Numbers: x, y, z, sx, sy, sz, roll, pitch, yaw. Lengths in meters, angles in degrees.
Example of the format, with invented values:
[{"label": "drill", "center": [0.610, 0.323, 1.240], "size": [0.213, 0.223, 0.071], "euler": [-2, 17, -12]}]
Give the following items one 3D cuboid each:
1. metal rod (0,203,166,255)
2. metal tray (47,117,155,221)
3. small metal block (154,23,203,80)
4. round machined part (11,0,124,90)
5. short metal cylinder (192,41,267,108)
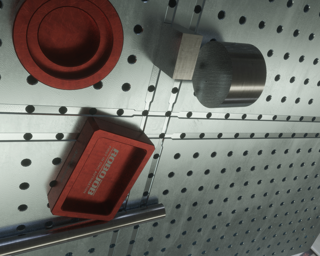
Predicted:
[{"label": "metal rod", "center": [-0.132, 0.147, 0.430], "size": [0.303, 0.025, 0.025], "euler": [-6, 121, -26]}, {"label": "metal tray", "center": [-0.076, 0.058, 0.403], "size": [0.091, 0.030, 0.129], "euler": [20, 108, -36]}, {"label": "small metal block", "center": [0.019, -0.088, 0.353], "size": [0.025, 0.050, 0.050], "euler": [-2, 119, -28]}, {"label": "round machined part", "center": [-0.088, -0.089, 0.297], "size": [0.099, 0.042, 0.097], "euler": [-14, 125, -21]}, {"label": "short metal cylinder", "center": [0.083, -0.065, 0.383], "size": [0.050, 0.080, 0.079], "euler": [-4, 120, -27]}]
